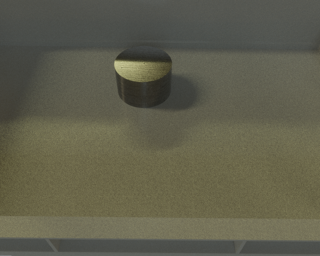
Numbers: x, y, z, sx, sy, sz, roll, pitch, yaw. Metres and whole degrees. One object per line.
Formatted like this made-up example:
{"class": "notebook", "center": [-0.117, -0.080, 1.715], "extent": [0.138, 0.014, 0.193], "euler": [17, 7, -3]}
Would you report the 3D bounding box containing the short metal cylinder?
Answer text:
{"class": "short metal cylinder", "center": [-0.023, -0.075, 0.452], "extent": [0.081, 0.050, 0.080], "euler": [0, 50, 0]}
